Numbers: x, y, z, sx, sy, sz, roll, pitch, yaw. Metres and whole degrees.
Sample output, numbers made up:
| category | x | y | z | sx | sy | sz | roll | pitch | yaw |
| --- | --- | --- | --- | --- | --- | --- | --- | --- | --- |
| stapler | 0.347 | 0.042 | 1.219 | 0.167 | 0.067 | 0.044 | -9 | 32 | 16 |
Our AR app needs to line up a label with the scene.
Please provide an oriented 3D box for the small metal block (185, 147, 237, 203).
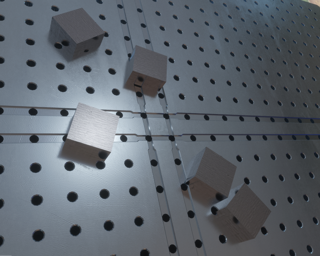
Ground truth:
| category | x | y | z | sx | sy | sz | roll | pitch | yaw |
| --- | --- | --- | --- | --- | --- | --- | --- | --- | --- |
| small metal block | 0.068 | 0.061 | 0.407 | 0.050 | 0.025 | 0.050 | 33 | 51 | -6 |

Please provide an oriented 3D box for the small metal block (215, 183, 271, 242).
| category | x | y | z | sx | sy | sz | roll | pitch | yaw |
| --- | --- | --- | --- | --- | --- | --- | --- | --- | --- |
| small metal block | 0.107 | 0.108 | 0.399 | 0.050 | 0.025 | 0.050 | 48 | 51 | 5 |

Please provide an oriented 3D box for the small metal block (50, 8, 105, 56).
| category | x | y | z | sx | sy | sz | roll | pitch | yaw |
| --- | --- | --- | --- | --- | --- | --- | --- | --- | --- |
| small metal block | -0.114 | -0.133 | 0.428 | 0.050 | 0.025 | 0.050 | 48 | 51 | 5 |

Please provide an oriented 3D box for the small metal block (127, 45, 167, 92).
| category | x | y | z | sx | sy | sz | roll | pitch | yaw |
| --- | --- | --- | --- | --- | --- | --- | --- | --- | --- |
| small metal block | -0.018 | -0.086 | 0.451 | 0.050 | 0.025 | 0.050 | 16 | 55 | -19 |

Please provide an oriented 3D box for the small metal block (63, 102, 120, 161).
| category | x | y | z | sx | sy | sz | roll | pitch | yaw |
| --- | --- | --- | --- | --- | --- | --- | --- | --- | --- |
| small metal block | -0.079 | 0.004 | 0.363 | 0.050 | 0.025 | 0.050 | 19 | 54 | -17 |
